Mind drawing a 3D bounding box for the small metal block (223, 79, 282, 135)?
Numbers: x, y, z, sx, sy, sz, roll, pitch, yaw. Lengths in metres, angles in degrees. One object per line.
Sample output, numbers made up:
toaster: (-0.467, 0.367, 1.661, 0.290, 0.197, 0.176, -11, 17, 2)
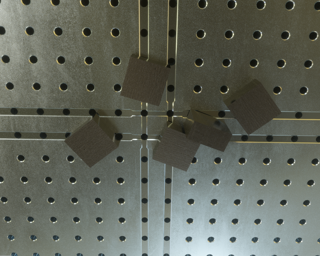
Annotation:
small metal block: (0.120, -0.027, 0.404, 0.050, 0.025, 0.050, -37, 106, 12)

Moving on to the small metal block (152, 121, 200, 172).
small metal block: (0.023, 0.025, 0.423, 0.050, 0.025, 0.050, 21, 109, -8)

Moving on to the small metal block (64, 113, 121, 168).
small metal block: (-0.090, 0.017, 0.419, 0.050, 0.025, 0.050, -36, 106, 12)

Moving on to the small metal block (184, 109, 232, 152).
small metal block: (0.060, 0.002, 0.401, 0.050, 0.050, 0.025, 20, 109, -7)

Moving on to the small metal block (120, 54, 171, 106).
small metal block: (-0.018, -0.060, 0.391, 0.050, 0.025, 0.050, 16, 109, -6)
